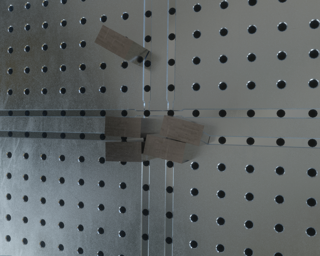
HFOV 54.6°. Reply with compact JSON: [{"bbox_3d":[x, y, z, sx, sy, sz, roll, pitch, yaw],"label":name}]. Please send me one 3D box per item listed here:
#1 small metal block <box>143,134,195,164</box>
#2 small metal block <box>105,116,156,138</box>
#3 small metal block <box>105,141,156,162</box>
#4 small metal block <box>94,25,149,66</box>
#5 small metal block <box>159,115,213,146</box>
[{"bbox_3d":[0.013,0.025,0.395,0.050,0.050,0.025,12,94,19],"label":"small metal block"},{"bbox_3d":[-0.038,-0.001,0.413,0.050,0.050,0.025,3,91,20],"label":"small metal block"},{"bbox_3d":[-0.038,0.030,0.413,0.050,0.050,0.025,-1,90,20],"label":"small metal block"},{"bbox_3d":[-0.051,-0.110,0.418,0.050,0.050,0.025,32,101,17],"label":"small metal block"},{"bbox_3d":[0.034,0.003,0.388,0.050,0.050,0.025,16,96,19],"label":"small metal block"}]
